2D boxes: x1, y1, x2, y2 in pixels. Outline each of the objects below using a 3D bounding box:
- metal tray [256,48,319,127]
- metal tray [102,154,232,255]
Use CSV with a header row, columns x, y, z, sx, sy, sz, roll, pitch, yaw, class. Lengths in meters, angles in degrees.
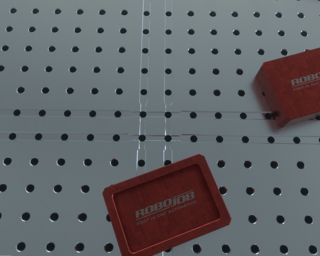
x,y,z,sx,sy,sz,roll,pitch,yaw,class
0.214,-0.062,0.434,0.131,0.030,0.090,-16,71,-6,metal tray
0.007,0.095,0.374,0.131,0.030,0.090,-19,71,-7,metal tray
